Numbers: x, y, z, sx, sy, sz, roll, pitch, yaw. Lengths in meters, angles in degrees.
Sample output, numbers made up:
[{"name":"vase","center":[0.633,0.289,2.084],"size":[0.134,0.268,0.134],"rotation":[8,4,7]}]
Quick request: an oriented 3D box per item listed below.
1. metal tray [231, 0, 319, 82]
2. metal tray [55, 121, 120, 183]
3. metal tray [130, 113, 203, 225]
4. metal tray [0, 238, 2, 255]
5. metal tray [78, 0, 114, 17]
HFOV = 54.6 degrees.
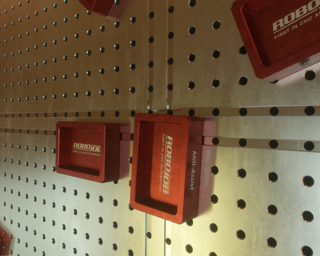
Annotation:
[{"name":"metal tray","center":[0.141,-0.110,0.289],"size":[0.130,0.030,0.090],"rotation":[-26,74,37]},{"name":"metal tray","center":[-0.122,0.035,0.508],"size":[0.130,0.030,0.090],"rotation":[3,92,40]},{"name":"metal tray","center":[0.006,0.047,0.402],"size":[0.090,0.030,0.129],"rotation":[6,94,40]},{"name":"metal tray","center":[-0.441,0.290,0.773],"size":[0.130,0.030,0.089],"rotation":[23,104,37]},{"name":"metal tray","center":[-0.090,-0.254,0.481],"size":[0.090,0.030,0.129],"rotation":[50,119,28]}]
